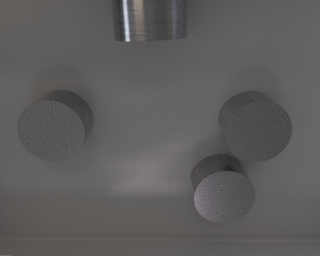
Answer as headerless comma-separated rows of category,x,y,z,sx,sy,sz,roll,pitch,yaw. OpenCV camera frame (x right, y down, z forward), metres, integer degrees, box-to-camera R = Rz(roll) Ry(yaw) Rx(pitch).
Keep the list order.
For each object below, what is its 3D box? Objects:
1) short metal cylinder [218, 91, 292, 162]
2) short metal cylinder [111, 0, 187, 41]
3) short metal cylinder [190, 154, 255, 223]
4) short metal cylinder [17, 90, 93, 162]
short metal cylinder,0.119,-0.003,0.398,0.081,0.050,0.079,0,110,0
short metal cylinder,-0.011,-0.123,0.336,0.080,0.080,0.050,-2,110,1
short metal cylinder,0.085,0.083,0.429,0.081,0.050,0.079,0,110,0
short metal cylinder,-0.131,-0.004,0.395,0.081,0.050,0.079,0,110,0
